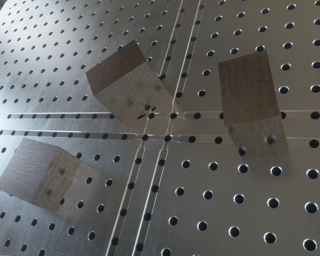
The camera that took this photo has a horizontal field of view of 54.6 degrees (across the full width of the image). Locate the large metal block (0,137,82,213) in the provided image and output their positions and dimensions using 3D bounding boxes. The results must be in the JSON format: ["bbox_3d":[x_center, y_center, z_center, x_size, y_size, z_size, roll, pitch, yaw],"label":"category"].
[{"bbox_3d":[-0.173,0.066,0.444,0.080,0.050,0.080,10,67,32],"label":"large metal block"}]

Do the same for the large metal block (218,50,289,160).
[{"bbox_3d":[0.101,-0.022,0.334,0.050,0.080,0.080,-12,57,22],"label":"large metal block"}]

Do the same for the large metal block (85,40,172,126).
[{"bbox_3d":[-0.042,-0.060,0.433,0.080,0.080,0.050,-32,52,7],"label":"large metal block"}]
